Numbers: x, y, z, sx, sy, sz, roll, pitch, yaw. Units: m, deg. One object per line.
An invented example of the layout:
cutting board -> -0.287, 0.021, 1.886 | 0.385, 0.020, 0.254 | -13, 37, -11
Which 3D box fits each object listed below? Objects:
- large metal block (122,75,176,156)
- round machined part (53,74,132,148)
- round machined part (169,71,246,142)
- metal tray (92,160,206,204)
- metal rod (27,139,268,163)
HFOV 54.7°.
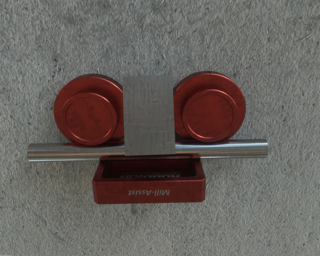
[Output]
large metal block -> -0.011, -0.011, 0.349 | 0.050, 0.080, 0.080 | -2, 87, 0
round machined part -> -0.086, -0.017, 0.392 | 0.099, 0.042, 0.097 | 0, 110, -1
round machined part -> 0.061, -0.021, 0.394 | 0.099, 0.042, 0.097 | 0, 110, -1
metal tray -> -0.013, 0.059, 0.398 | 0.131, 0.090, 0.030 | -1, 110, 0
metal rod -> -0.015, 0.029, 0.400 | 0.302, 0.025, 0.025 | -1, 110, 0
